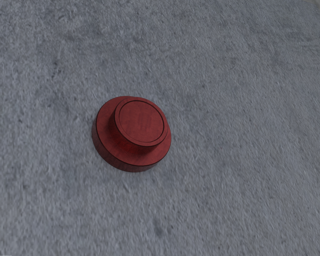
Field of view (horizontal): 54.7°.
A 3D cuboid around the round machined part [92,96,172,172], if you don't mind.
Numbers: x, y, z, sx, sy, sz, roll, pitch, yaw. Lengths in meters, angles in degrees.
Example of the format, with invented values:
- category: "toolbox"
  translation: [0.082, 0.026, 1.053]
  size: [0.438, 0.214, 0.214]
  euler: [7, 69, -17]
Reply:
- category: "round machined part"
  translation: [-0.029, 0.001, 0.378]
  size: [0.099, 0.042, 0.098]
  euler: [14, 56, -21]
